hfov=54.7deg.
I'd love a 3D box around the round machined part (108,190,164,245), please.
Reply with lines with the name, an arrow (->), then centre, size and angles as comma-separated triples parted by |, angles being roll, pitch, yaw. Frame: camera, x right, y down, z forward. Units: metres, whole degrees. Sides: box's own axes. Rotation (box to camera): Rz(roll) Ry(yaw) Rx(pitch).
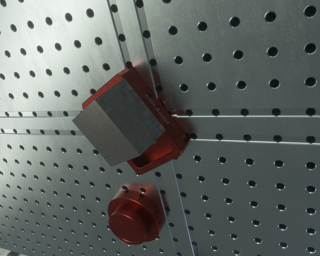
round machined part -> -0.046, 0.156, 0.519 | 0.098, 0.042, 0.097 | 13, 124, 20

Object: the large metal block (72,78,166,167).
large metal block -> -0.053, -0.004, 0.390 | 0.080, 0.050, 0.080 | 52, 144, -9

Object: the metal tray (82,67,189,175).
metal tray -> -0.034, -0.006, 0.420 | 0.090, 0.030, 0.130 | -31, 102, 37
